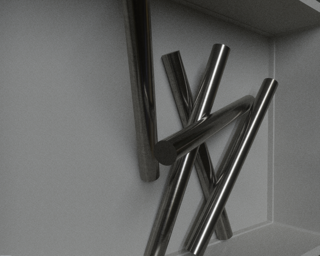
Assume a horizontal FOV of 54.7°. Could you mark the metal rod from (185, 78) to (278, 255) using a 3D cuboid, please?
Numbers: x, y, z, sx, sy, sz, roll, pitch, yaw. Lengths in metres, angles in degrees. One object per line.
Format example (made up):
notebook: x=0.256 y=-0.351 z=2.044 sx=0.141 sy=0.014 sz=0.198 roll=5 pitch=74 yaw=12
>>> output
metal rod: x=0.115 y=0.047 z=0.469 sx=0.025 sy=0.025 sz=0.300 roll=42 pitch=67 yaw=-32

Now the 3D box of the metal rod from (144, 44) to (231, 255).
metal rod: x=0.039 y=0.030 z=0.416 sx=0.025 sy=0.025 sz=0.299 roll=23 pitch=83 yaw=-38

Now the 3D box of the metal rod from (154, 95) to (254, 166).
metal rod: x=0.080 y=-0.011 z=0.416 sx=0.302 sy=0.025 sz=0.025 roll=-25 pitch=107 yaw=-57

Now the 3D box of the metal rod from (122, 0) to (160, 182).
metal rod: x=-0.019 y=-0.061 z=0.315 sx=0.025 sy=0.025 sz=0.298 roll=-33 pitch=135 yaw=-35

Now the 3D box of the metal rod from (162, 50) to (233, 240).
metal rod: x=0.059 y=0.035 z=0.458 sx=0.025 sy=0.025 sz=0.298 roll=-30 pitch=109 yaw=-36
